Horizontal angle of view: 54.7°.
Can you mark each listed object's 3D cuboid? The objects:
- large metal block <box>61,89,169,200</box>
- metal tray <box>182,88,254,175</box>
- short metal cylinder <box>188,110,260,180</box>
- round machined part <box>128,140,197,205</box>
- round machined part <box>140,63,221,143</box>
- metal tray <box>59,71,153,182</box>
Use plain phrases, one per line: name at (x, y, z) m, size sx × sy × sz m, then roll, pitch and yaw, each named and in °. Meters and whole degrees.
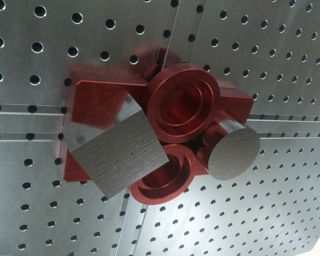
large metal block at (-0.048, 0.018, 0.341) m, size 0.080 × 0.050 × 0.080 m, roll -32°, pitch 129°, yaw -7°
metal tray at (0.073, 0.008, 0.450) m, size 0.091 × 0.030 × 0.129 m, roll 1°, pitch 118°, yaw -29°
short metal cylinder at (0.086, 0.023, 0.416) m, size 0.081 × 0.050 × 0.079 m, roll -14°, pitch 124°, yaw -21°
round machined part at (-0.002, 0.053, 0.420) m, size 0.099 × 0.042 × 0.097 m, roll -14°, pitch 124°, yaw -21°
round machined part at (0.021, -0.033, 0.379) m, size 0.099 × 0.042 × 0.097 m, roll -14°, pitch 124°, yaw -21°
metal tray at (-0.066, 0.001, 0.372) m, size 0.091 × 0.030 × 0.129 m, roll 0°, pitch 119°, yaw -30°
